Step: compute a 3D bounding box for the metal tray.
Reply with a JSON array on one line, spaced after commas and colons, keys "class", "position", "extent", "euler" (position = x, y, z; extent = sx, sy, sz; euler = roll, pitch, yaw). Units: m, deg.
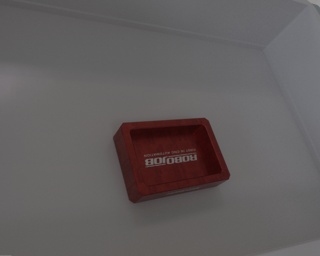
[{"class": "metal tray", "position": [0.016, 0.036, 0.388], "extent": [0.131, 0.030, 0.090], "euler": [-4, 64, -30]}]
